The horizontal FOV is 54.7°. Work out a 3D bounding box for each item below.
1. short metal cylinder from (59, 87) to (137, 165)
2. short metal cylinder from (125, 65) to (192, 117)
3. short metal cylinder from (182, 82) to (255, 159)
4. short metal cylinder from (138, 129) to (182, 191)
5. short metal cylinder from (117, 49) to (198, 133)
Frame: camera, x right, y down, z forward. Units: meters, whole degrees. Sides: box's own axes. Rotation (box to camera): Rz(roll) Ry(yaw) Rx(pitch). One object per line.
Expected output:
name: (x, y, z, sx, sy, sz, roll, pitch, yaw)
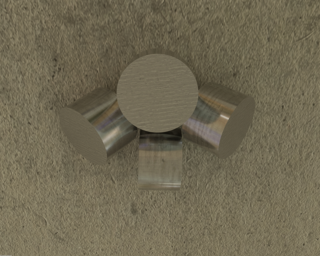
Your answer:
short metal cylinder: (-0.074, -0.002, 0.374, 0.080, 0.050, 0.079, 28, 139, 28)
short metal cylinder: (0.000, -0.042, 0.382, 0.081, 0.050, 0.079, 0, 110, -1)
short metal cylinder: (0.071, -0.009, 0.373, 0.050, 0.081, 0.079, 28, 113, 31)
short metal cylinder: (0.000, 0.039, 0.395, 0.050, 0.080, 0.079, 2, 110, -1)
short metal cylinder: (-0.002, -0.041, 0.328, 0.081, 0.050, 0.079, 0, 110, -1)
